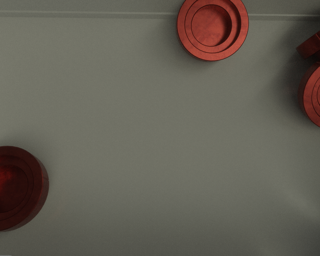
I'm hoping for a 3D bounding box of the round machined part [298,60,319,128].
[{"bbox_3d":[0.230,-0.047,0.403,0.099,0.042,0.097,1,107,5],"label":"round machined part"}]

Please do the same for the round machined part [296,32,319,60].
[{"bbox_3d":[0.240,-0.122,0.418,0.098,0.098,0.042,-34,87,-12],"label":"round machined part"}]

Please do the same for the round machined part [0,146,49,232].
[{"bbox_3d":[-0.182,0.074,0.372,0.099,0.042,0.098,0,70,0],"label":"round machined part"}]

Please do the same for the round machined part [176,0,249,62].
[{"bbox_3d":[0.071,-0.143,0.439,0.099,0.042,0.097,0,99,-2],"label":"round machined part"}]
